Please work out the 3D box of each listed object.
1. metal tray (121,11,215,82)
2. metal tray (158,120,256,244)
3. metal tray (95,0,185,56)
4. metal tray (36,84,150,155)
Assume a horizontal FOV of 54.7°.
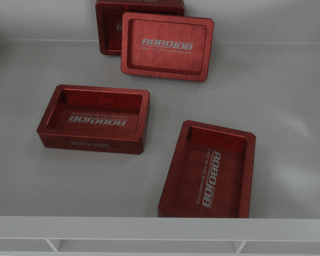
[{"bbox_3d":[0.010,-0.122,0.463,0.131,0.089,0.030,7,22,5],"label":"metal tray"},{"bbox_3d":[0.057,0.055,0.356,0.090,0.030,0.130,12,51,9],"label":"metal tray"},{"bbox_3d":[-0.031,-0.159,0.491,0.131,0.089,0.030,2,47,-2],"label":"metal tray"},{"bbox_3d":[-0.082,-0.014,0.411,0.131,0.030,0.090,4,50,3],"label":"metal tray"}]
